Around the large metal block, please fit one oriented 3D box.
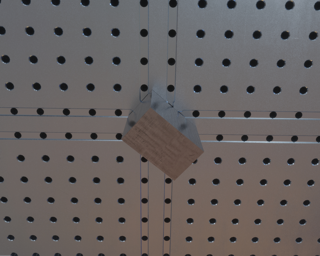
[{"bbox_3d":[0.003,0.006,0.386,0.080,0.080,0.050,39,106,-14],"label":"large metal block"}]
